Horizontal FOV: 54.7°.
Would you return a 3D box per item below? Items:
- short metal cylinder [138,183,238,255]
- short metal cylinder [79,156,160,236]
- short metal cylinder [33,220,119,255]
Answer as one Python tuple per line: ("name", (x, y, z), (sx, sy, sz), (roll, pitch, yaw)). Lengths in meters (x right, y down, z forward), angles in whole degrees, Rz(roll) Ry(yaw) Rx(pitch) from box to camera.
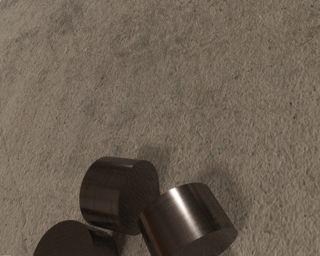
("short metal cylinder", (0.025, 0.097, 0.295), (0.080, 0.080, 0.050), (-35, 52, 5))
("short metal cylinder", (-0.042, 0.073, 0.344), (0.050, 0.080, 0.080), (3, 63, 29))
("short metal cylinder", (-0.093, 0.149, 0.344), (0.080, 0.050, 0.080), (-13, 56, 20))
